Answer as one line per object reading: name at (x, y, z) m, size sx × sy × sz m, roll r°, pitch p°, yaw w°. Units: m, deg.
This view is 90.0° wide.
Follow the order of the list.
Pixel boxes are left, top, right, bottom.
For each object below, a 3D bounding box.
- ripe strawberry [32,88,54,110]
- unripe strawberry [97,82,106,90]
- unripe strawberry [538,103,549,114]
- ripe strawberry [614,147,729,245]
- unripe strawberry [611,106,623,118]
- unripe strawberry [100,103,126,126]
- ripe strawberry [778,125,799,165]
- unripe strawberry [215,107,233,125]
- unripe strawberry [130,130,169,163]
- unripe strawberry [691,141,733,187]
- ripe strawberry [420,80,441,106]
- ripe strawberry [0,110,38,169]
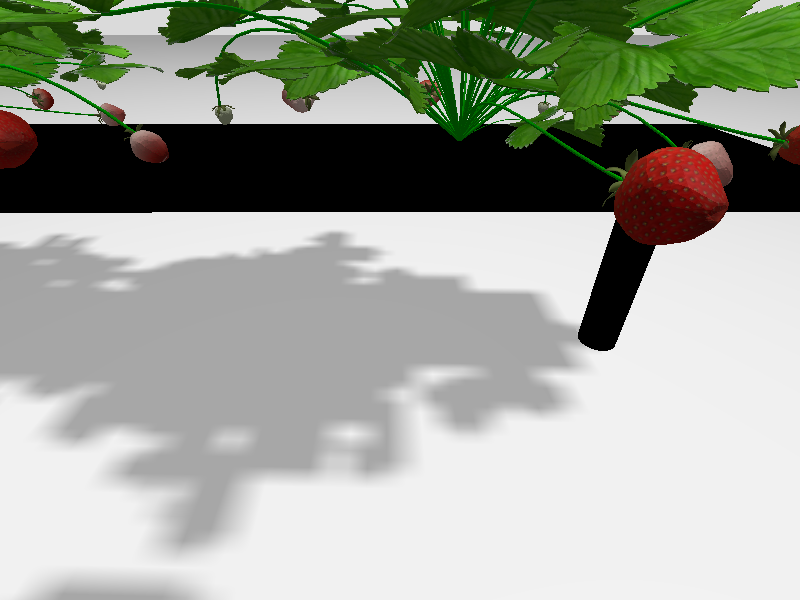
ripe strawberry at (-0.394, -0.222, 0.443) m, size 0.018 × 0.021 × 0.020 m, roll 2°, pitch 22°, yaw 2°
unripe strawberry at (-0.374, -0.269, 0.502) m, size 0.009 × 0.010 × 0.010 m, roll 4°, pitch 35°, yaw 6°
unripe strawberry at (0.151, -0.201, 0.421) m, size 0.011 × 0.012 × 0.012 m, roll 28°, pitch 43°, yaw 34°
ripe strawberry at (0.118, -0.043, 0.173) m, size 0.039 × 0.041 × 0.042 m, roll -12°, pitch 37°, yaw -16°
unripe strawberry at (0.219, -0.201, 0.412) m, size 0.025 × 0.024 × 0.023 m, roll -19°, pitch 39°, yaw -25°
unripe strawberry at (-0.272, -0.176, 0.379) m, size 0.020 × 0.020 × 0.019 m, roll -15°, pitch 38°, yaw -21°
ripe strawberry at (0.276, -0.105, 0.269) m, size 0.031 × 0.027 × 0.031 m, roll 10°, pitch 36°, yaw 14°
unripe strawberry at (-0.159, -0.167, 0.364) m, size 0.016 × 0.015 × 0.014 m, roll 7°, pitch 36°, yaw 10°
unripe strawberry at (-0.172, -0.105, 0.277) m, size 0.020 × 0.023 × 0.023 m, roll -41°, pitch 14°, yaw 35°
unripe strawberry at (0.177, -0.076, 0.231) m, size 0.028 × 0.027 × 0.026 m, roll 40°, pitch 49°, yaw 23°
ripe strawberry at (0.032, -0.236, 0.458) m, size 0.030 × 0.027 × 0.027 m, roll -4°, pitch 26°, yaw -5°
ripe strawberry at (-0.258, -0.103, 0.258) m, size 0.037 × 0.036 × 0.040 m, roll 18°, pitch 39°, yaw 23°
